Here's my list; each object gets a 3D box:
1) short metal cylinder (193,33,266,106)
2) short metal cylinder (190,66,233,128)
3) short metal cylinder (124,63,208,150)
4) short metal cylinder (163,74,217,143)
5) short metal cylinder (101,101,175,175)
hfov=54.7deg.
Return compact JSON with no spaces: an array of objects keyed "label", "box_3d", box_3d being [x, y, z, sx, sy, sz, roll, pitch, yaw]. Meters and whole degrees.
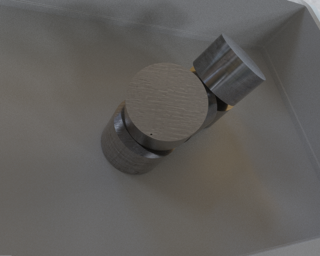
[{"label":"short metal cylinder","box_3d":[0.089,-0.075,0.400,0.080,0.050,0.080,35,29,-23]},{"label":"short metal cylinder","box_3d":[0.063,-0.046,0.451,0.081,0.050,0.080,14,56,-21]},{"label":"short metal cylinder","box_3d":[0.004,-0.020,0.321,0.081,0.050,0.080,2,75,-8]},{"label":"short metal cylinder","box_3d":[0.026,-0.026,0.400,0.050,0.080,0.080,-34,81,-38]},{"label":"short metal cylinder","box_3d":[-0.024,0.009,0.370,0.081,0.050,0.080,14,56,-21]}]
